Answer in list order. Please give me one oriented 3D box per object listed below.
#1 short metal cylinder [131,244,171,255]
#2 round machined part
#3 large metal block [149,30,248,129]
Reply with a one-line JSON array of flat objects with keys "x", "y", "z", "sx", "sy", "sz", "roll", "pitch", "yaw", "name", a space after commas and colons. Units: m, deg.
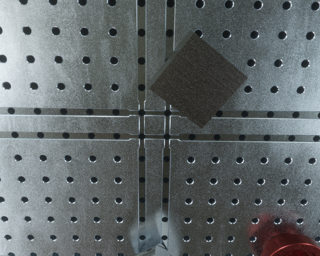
[{"x": -0.009, "y": 0.224, "z": 0.467, "sx": 0.050, "sy": 0.080, "sz": 0.080, "roll": -28, "pitch": 108, "yaw": 9, "name": "short metal cylinder"}, {"x": 0.203, "y": 0.205, "z": 0.483, "sx": 0.099, "sy": 0.042, "sz": 0.097, "roll": 0, "pitch": 110, "yaw": -1, "name": "round machined part"}, {"x": 0.044, "y": -0.060, "z": 0.379, "sx": 0.080, "sy": 0.050, "sz": 0.080, "roll": 36, "pitch": 106, "yaw": -13, "name": "large metal block"}]
